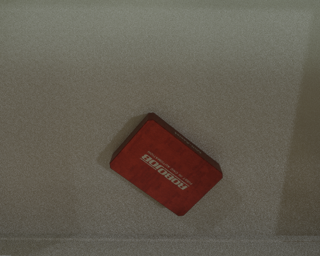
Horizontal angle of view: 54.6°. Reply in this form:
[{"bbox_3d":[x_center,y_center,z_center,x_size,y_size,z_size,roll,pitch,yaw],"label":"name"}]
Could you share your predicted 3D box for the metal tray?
[{"bbox_3d":[0.009,0.052,0.428,0.130,0.030,0.090,38,106,-13],"label":"metal tray"}]
